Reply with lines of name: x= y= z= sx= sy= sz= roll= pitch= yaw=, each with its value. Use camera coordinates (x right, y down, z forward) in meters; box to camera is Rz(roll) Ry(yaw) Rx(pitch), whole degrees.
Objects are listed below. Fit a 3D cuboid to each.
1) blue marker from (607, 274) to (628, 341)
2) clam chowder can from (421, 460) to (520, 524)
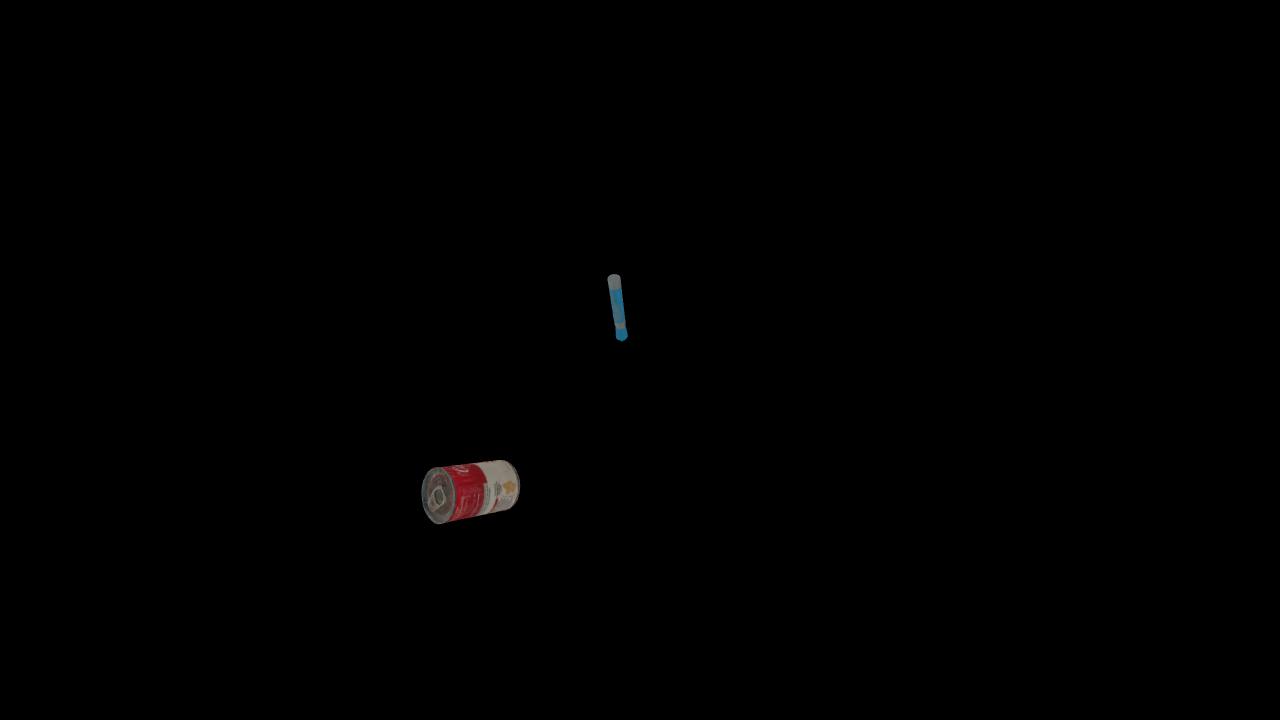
blue marker: x=-0.032 y=-0.074 z=0.914 sx=0.020 sy=0.020 sz=0.121 roll=-3 pitch=-45 yaw=3
clam chowder can: x=-0.210 y=0.163 z=0.772 sx=0.068 sy=0.068 sz=0.102 roll=0 pitch=-2 yaw=39
